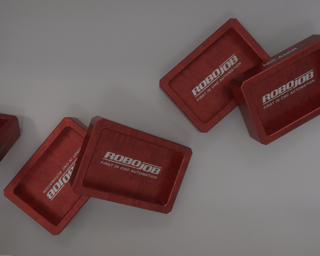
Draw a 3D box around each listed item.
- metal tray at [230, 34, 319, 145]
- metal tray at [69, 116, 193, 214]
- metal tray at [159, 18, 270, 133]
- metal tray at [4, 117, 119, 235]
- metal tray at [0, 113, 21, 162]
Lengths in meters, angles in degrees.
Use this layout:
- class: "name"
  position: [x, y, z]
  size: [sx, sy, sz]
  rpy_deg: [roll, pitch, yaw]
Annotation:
- class: "metal tray"
  position: [0.163, -0.048, 0.388]
  size: [0.131, 0.030, 0.090]
  rpy_deg: [-29, 112, -5]
- class: "metal tray"
  position: [-0.033, 0.047, 0.383]
  size: [0.131, 0.030, 0.090]
  rpy_deg: [20, 90, -24]
- class: "metal tray"
  position: [0.075, -0.067, 0.409]
  size: [0.130, 0.030, 0.090]
  rpy_deg: [-41, 90, 0]
- class: "metal tray"
  position: [-0.125, 0.061, 0.407]
  size: [0.090, 0.030, 0.130]
  rpy_deg: [40, 90, 0]
- class: "metal tray"
  position: [-0.236, 0.026, 0.360]
  size: [0.091, 0.130, 0.030]
  rpy_deg: [9, 126, 0]
